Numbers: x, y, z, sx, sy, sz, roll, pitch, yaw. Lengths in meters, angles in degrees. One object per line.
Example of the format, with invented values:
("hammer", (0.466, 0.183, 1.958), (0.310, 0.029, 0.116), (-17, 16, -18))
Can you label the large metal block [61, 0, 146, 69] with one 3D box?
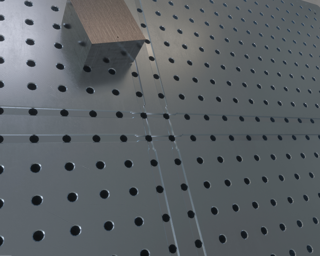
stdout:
("large metal block", (-0.079, -0.134, 0.431), (0.081, 0.050, 0.080), (-16, 70, -34))
